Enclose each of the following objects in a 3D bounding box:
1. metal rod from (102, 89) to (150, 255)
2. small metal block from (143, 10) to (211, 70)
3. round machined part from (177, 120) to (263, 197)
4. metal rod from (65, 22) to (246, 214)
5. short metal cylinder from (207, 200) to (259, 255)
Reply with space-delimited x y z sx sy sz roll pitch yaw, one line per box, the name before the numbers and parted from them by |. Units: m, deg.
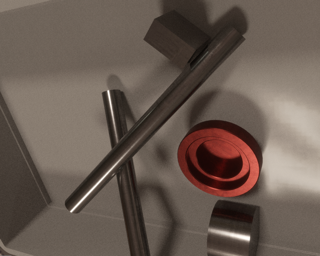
metal rod | -0.038 0.098 0.404 0.025 0.025 0.298 -13 85 33
small metal block | 0.019 -0.094 0.324 0.050 0.050 0.025 38 129 2
round machined part | 0.075 0.033 0.378 0.098 0.042 0.097 13 124 20
metal rod | -0.020 0.004 0.362 0.025 0.025 0.299 43 111 -2
short metal cylinder | 0.098 0.139 0.406 0.050 0.080 0.079 5 121 26
